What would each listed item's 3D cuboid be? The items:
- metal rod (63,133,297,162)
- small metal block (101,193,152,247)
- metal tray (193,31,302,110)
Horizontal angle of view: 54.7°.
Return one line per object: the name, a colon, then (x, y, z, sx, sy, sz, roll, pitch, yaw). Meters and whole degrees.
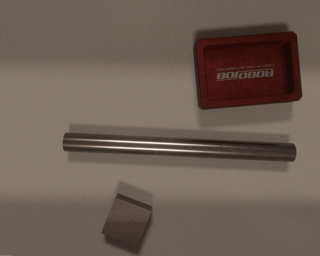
metal rod: (0.026, 0.026, 0.411, 0.302, 0.025, 0.025, 3, 90, -1)
small metal block: (-0.043, 0.121, 0.411, 0.050, 0.025, 0.050, 22, 90, -1)
metal tray: (0.114, -0.074, 0.410, 0.131, 0.030, 0.089, -5, 90, -1)
